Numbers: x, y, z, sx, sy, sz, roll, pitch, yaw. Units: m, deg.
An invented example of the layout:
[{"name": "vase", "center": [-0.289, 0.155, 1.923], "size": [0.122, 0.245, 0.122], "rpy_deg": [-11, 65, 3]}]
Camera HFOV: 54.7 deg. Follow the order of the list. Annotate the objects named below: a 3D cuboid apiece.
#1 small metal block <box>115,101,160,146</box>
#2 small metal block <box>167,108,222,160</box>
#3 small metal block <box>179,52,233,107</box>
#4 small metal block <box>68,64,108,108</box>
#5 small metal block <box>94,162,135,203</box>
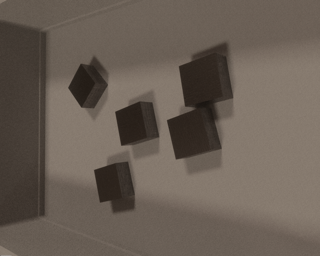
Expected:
[{"name": "small metal block", "center": [-0.032, -0.005, 0.431], "size": [0.050, 0.025, 0.050], "rpy_deg": [-18, 78, 38]}, {"name": "small metal block", "center": [0.040, 0.007, 0.372], "size": [0.050, 0.025, 0.050], "rpy_deg": [-20, 77, 38]}, {"name": "small metal block", "center": [0.053, -0.054, 0.362], "size": [0.050, 0.025, 0.050], "rpy_deg": [-13, 82, 39]}, {"name": "small metal block", "center": [-0.117, -0.067, 0.501], "size": [0.050, 0.025, 0.050], "rpy_deg": [51, 120, 27]}, {"name": "small metal block", "center": [-0.068, 0.081, 0.461], "size": [0.050, 0.025, 0.050], "rpy_deg": [-21, 77, 37]}]
